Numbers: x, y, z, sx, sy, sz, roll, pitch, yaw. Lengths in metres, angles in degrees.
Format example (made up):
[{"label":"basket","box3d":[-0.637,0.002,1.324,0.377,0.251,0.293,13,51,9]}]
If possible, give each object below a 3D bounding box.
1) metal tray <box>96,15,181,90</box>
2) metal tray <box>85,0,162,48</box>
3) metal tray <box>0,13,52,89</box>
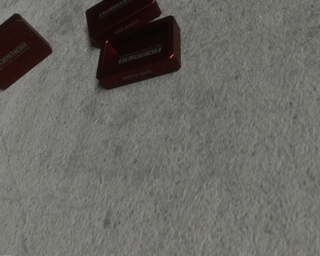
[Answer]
[{"label":"metal tray","box3d":[-0.033,-0.118,0.488,0.130,0.030,0.090,-12,57,21]},{"label":"metal tray","box3d":[-0.070,-0.210,0.564,0.130,0.030,0.090,-25,53,12]},{"label":"metal tray","box3d":[-0.290,-0.145,0.600,0.130,0.090,0.030,-38,51,3]}]
